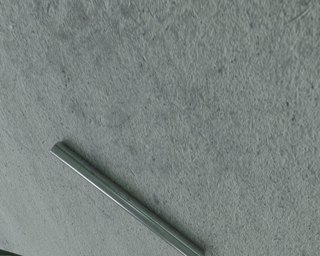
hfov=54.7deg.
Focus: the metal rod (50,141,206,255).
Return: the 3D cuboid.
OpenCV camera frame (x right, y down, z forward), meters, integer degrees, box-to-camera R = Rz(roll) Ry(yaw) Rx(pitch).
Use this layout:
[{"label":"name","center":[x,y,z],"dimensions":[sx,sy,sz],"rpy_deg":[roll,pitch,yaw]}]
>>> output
[{"label":"metal rod","center":[-0.054,0.122,0.508],"dimensions":[0.300,0.025,0.025],"rpy_deg":[37,129,3]}]
